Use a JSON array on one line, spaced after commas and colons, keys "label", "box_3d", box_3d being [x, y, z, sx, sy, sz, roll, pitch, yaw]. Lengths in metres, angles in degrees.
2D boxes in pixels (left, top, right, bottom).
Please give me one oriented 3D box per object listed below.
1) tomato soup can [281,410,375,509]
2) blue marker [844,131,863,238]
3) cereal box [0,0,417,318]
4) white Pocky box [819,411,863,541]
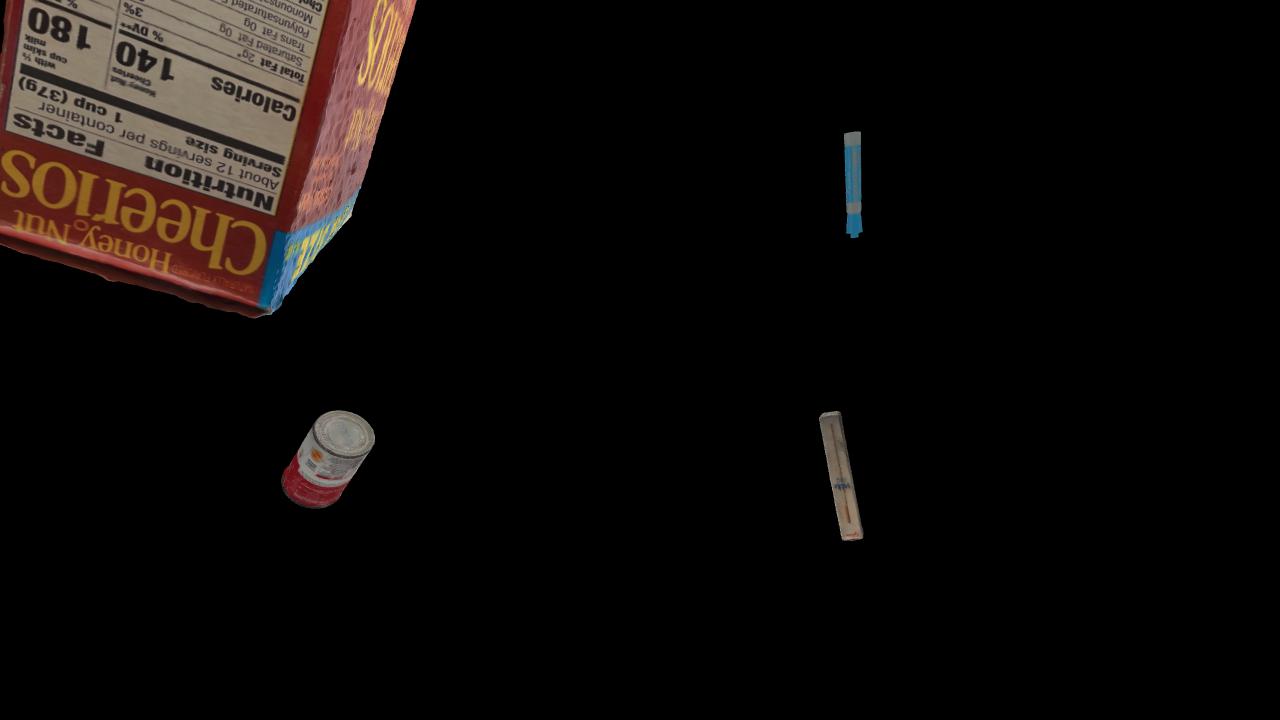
[{"label": "tomato soup can", "box_3d": [-0.354, 0.113, 0.699, 0.068, 0.068, 0.101, 0, -41, -53]}, {"label": "blue marker", "box_3d": [0.253, -0.206, 0.729, 0.020, 0.121, 0.020, -6, 14, 1]}, {"label": "cereal box", "box_3d": [-0.112, -0.189, 0.223, 0.081, 0.306, 0.203, 16, 14, -23]}, {"label": "white Pocky box", "box_3d": [0.257, 0.144, 0.787, 0.028, 0.154, 0.084, -11, -5, 17]}]
